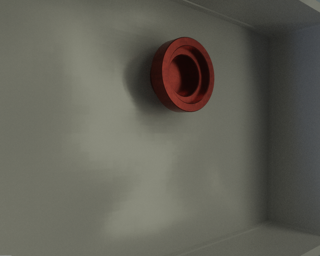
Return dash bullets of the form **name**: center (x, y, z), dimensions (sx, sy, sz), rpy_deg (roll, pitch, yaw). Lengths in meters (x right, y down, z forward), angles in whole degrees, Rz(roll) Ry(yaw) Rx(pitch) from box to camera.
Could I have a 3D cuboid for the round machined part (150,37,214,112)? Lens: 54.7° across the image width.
- **round machined part**: center (0.026, -0.069, 0.419), dimensions (0.099, 0.042, 0.097), rpy_deg (0, 90, -40)
